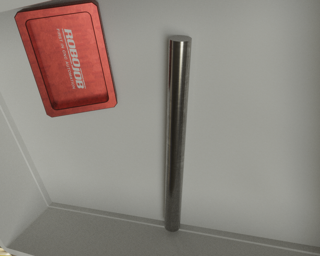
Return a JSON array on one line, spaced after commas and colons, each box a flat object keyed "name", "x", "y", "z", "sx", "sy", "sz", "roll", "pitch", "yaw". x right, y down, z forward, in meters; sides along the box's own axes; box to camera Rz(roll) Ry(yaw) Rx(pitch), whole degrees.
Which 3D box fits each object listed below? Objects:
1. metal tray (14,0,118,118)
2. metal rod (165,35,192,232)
[{"name": "metal tray", "x": -0.108, "y": -0.083, "z": 0.380, "sx": 0.091, "sy": 0.030, "sz": 0.129, "roll": -10, "pitch": 119, "yaw": -4}, {"name": "metal rod", "x": 0.021, "y": 0.029, "z": 0.414, "sx": 0.025, "sy": 0.025, "sz": 0.298, "roll": 14, "pitch": 124, "yaw": 20}]
